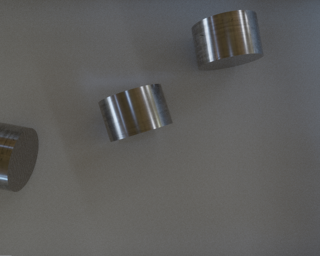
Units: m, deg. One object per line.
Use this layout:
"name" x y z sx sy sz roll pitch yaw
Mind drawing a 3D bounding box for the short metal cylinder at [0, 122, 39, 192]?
"short metal cylinder" -0.192 0.034 0.382 0.050 0.080 0.080 11 90 0

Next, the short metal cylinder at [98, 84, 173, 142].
"short metal cylinder" -0.030 -0.018 0.384 0.080 0.080 0.050 -17 90 0

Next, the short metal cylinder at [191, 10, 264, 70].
"short metal cylinder" 0.083 -0.106 0.384 0.080 0.080 0.050 -10 90 0
